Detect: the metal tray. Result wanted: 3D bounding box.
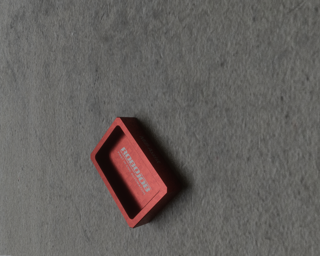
[{"bbox_3d":[-0.038,0.059,0.430,0.090,0.030,0.130,-51,61,27],"label":"metal tray"}]
